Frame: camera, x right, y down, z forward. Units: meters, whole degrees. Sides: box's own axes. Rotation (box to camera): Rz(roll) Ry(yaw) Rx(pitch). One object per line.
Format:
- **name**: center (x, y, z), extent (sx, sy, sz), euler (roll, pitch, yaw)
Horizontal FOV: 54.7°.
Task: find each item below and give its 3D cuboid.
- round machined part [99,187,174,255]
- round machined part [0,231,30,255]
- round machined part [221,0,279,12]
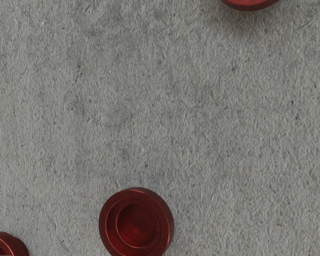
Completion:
- **round machined part**: center (-0.028, 0.126, 0.410), extent (0.098, 0.042, 0.097), euler (0, 90, 20)
- **round machined part**: center (-0.247, 0.211, 0.487), extent (0.098, 0.042, 0.097), euler (0, 90, 20)
- **round machined part**: center (0.109, -0.185, 0.361), extent (0.098, 0.042, 0.097), euler (0, 90, 20)
